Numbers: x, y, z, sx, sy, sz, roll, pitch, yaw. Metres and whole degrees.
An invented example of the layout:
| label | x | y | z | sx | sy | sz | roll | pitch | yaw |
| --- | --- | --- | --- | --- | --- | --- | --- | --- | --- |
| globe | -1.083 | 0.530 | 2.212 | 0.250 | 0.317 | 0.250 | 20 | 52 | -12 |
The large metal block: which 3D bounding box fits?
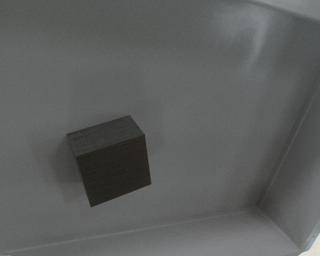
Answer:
| label | x | y | z | sx | sy | sz | roll | pitch | yaw |
| --- | --- | --- | --- | --- | --- | --- | --- | --- | --- |
| large metal block | -0.061 | 0.040 | 0.385 | 0.081 | 0.050 | 0.079 | -18 | 126 | -18 |
